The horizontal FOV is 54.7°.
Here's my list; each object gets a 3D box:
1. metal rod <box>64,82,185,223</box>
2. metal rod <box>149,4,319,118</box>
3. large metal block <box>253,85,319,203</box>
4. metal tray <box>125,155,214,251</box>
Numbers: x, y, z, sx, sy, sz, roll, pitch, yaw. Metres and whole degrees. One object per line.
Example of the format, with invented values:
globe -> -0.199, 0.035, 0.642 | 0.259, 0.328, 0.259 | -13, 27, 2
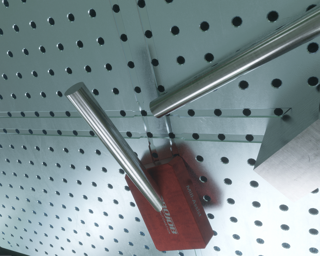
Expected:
metal rod -> -0.027, 0.065, 0.420 | 0.025, 0.025, 0.299 | -9, 128, 32
metal rod -> 0.103, -0.077, 0.309 | 0.299, 0.025, 0.025 | -26, 104, 37
large metal block -> 0.146, 0.014, 0.307 | 0.050, 0.080, 0.080 | 39, 129, 2
metal tray -> 0.012, 0.113, 0.453 | 0.090, 0.030, 0.129 | -20, 95, 35
